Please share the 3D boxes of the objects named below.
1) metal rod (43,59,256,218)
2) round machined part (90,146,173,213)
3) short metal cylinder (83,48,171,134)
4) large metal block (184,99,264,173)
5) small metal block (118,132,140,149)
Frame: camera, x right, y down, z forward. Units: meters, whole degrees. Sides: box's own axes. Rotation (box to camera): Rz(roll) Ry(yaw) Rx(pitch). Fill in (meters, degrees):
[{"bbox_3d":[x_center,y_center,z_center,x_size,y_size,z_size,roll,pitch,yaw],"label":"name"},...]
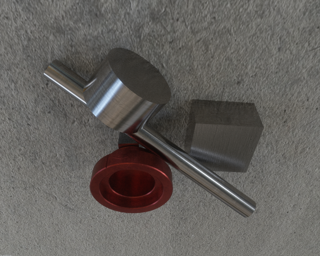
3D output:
[{"bbox_3d":[-0.004,0.019,0.376,0.301,0.025,0.025,36,122,-10],"label":"metal rod"},{"bbox_3d":[-0.034,0.060,0.384,0.099,0.042,0.097,-1,132,0],"label":"round machined part"},{"bbox_3d":[-0.035,-0.041,0.337,0.080,0.080,0.050,30,124,-24],"label":"short metal cylinder"},{"bbox_3d":[0.078,0.011,0.403,0.081,0.050,0.079,3,130,-4],"label":"large metal block"},{"bbox_3d":[-0.038,0.022,0.411,0.025,0.050,0.050,-2,130,1],"label":"small metal block"}]
